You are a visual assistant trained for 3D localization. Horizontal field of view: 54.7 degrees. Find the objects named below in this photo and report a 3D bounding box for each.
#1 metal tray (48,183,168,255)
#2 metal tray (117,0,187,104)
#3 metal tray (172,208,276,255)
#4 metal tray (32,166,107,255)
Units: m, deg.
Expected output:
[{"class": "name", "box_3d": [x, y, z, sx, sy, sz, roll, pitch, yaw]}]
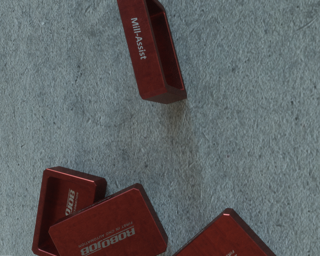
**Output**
[{"class": "metal tray", "box_3d": [-0.066, 0.140, 0.407, 0.130, 0.030, 0.090, -26, 91, 5]}, {"class": "metal tray", "box_3d": [-0.007, -0.097, 0.376, 0.030, 0.090, 0.129, -16, 85, 19]}, {"class": "metal tray", "box_3d": [0.069, 0.175, 0.382, 0.130, 0.030, 0.090, -46, 76, 14]}, {"class": "metal tray", "box_3d": [-0.133, 0.129, 0.453, 0.090, 0.030, 0.129, 11, 94, 19]}]
